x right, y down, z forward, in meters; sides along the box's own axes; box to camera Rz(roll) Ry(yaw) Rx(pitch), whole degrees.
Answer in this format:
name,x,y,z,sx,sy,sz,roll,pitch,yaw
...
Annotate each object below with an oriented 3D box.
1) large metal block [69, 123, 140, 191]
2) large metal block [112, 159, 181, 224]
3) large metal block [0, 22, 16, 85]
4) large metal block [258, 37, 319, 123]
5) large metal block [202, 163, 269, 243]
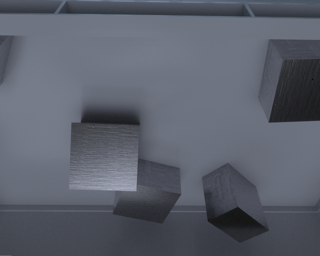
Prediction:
name,x,y,z,sx,sy,sz,roll,pitch,yaw
large metal block,-0.068,0.034,0.395,0.081,0.050,0.079,2,91,-2
large metal block,-0.021,0.096,0.474,0.081,0.050,0.079,15,129,-13
large metal block,-0.210,-0.079,0.324,0.080,0.050,0.080,22,127,-18
large metal block,0.163,-0.054,0.348,0.080,0.050,0.079,-2,130,2
large metal block,0.112,0.114,0.471,0.050,0.080,0.080,-36,122,26
